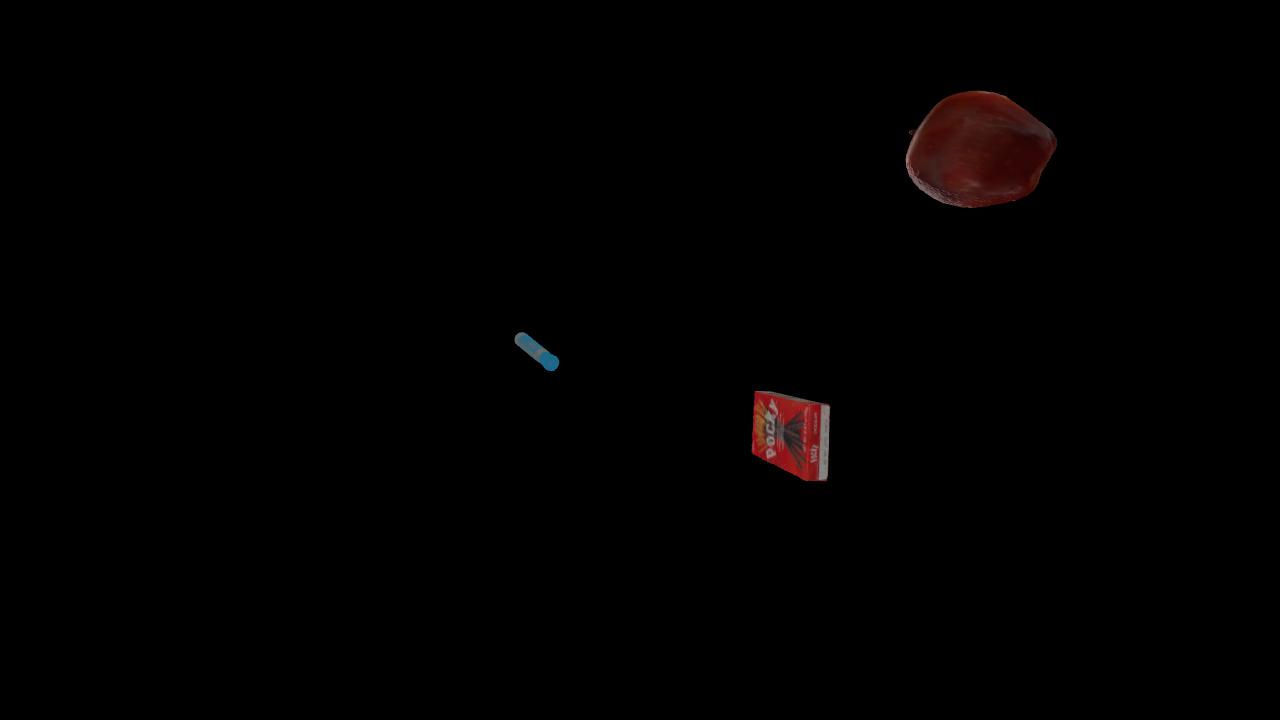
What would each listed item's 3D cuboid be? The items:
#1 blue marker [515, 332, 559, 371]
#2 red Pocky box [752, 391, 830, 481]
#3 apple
[{"bbox_3d":[-0.125,-0.011,0.740,0.020,0.020,0.121,0,16,-29],"label":"blue marker"},{"bbox_3d":[0.169,0.083,0.707,0.028,0.083,0.155,0,2,-11],"label":"red Pocky box"},{"bbox_3d":[0.237,-0.147,0.436,0.093,0.079,0.079,28,12,24],"label":"apple"}]
